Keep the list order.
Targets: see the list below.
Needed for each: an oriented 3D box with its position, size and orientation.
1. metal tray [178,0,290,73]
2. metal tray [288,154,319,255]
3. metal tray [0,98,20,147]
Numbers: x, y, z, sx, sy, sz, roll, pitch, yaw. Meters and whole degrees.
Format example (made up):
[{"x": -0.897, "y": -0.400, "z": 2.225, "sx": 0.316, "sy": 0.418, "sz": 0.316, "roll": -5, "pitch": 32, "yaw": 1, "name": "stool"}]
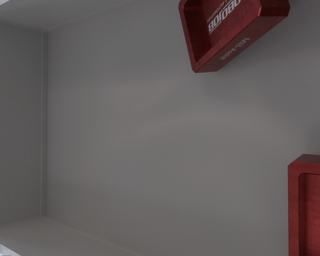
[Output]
[{"x": 0.064, "y": -0.120, "z": 0.310, "sx": 0.130, "sy": 0.030, "sz": 0.090, "roll": 146, "pitch": 114, "yaw": -68, "name": "metal tray"}, {"x": 0.159, "y": 0.091, "z": 0.259, "sx": 0.090, "sy": 0.030, "sz": 0.129, "roll": 3, "pitch": 100, "yaw": 40, "name": "metal tray"}, {"x": -0.373, "y": -0.006, "z": 0.714, "sx": 0.130, "sy": 0.030, "sz": 0.090, "roll": -22, "pitch": 76, "yaw": 38, "name": "metal tray"}]
